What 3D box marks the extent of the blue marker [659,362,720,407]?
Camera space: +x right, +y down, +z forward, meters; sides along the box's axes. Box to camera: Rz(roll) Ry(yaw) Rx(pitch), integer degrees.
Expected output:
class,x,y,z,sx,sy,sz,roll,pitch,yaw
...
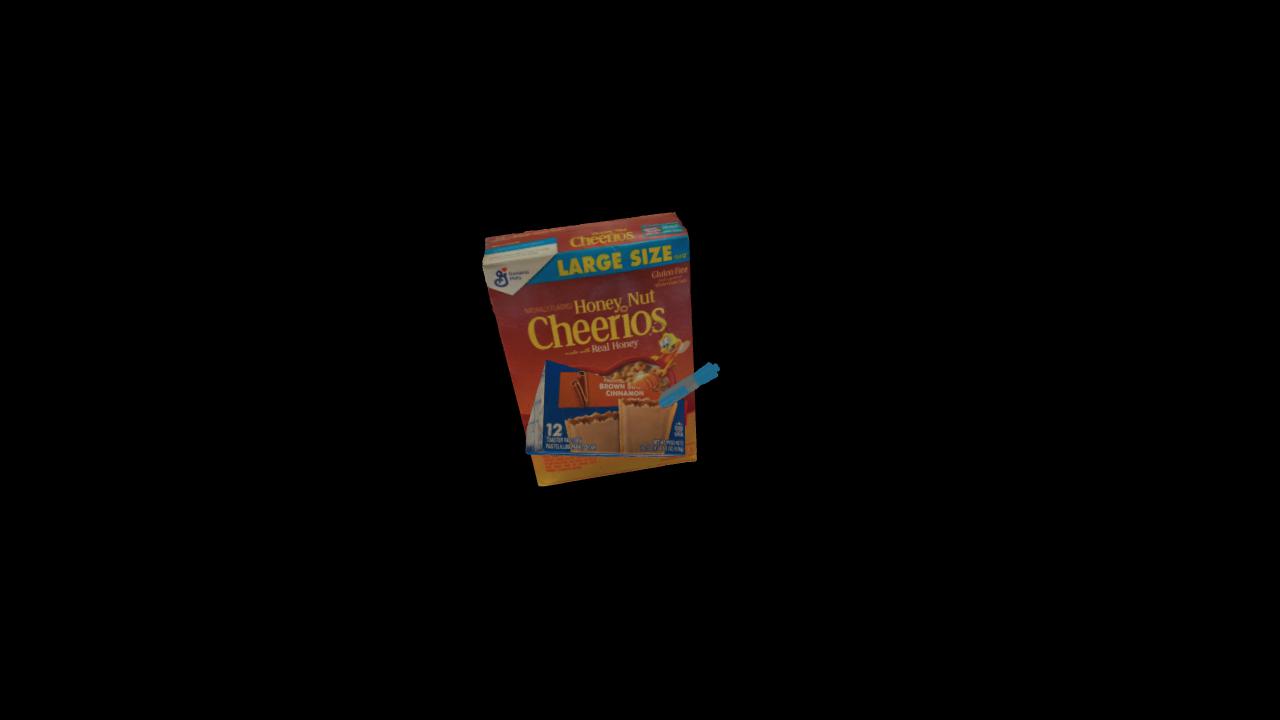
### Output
class,x,y,z,sx,sy,sz,roll,pitch,yaw
blue marker,0.036,0.039,0.685,0.121,0.020,0.020,-33,-10,16

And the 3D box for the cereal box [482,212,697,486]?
class,x,y,z,sx,sy,sz,roll,pitch,yaw
cereal box,-0.043,-0.001,0.692,0.203,0.306,0.081,-8,36,-4

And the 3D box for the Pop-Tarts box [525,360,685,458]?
class,x,y,z,sx,sy,sz,roll,pitch,yaw
Pop-Tarts box,-0.038,0.039,0.700,0.167,0.141,0.083,6,-13,-24
